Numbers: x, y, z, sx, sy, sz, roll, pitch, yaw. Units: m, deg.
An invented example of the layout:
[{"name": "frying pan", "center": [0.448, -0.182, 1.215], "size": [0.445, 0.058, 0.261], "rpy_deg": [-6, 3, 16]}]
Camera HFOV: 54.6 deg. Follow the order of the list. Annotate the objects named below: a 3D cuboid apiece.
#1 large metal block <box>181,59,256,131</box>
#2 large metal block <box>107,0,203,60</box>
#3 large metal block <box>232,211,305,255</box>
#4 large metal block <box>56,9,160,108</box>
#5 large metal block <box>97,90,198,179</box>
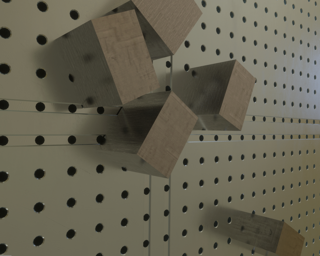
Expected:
[{"name": "large metal block", "center": [0.077, -0.043, 0.437], "size": [0.050, 0.080, 0.080], "rpy_deg": [32, 70, -36]}, {"name": "large metal block", "center": [-0.004, -0.144, 0.388], "size": [0.080, 0.050, 0.080], "rpy_deg": [46, 62, -30]}, {"name": "large metal block", "center": [0.184, 0.187, 0.527], "size": [0.080, 0.080, 0.050], "rpy_deg": [38, 67, -33]}, {"name": "large metal block", "center": [-0.056, -0.069, 0.326], "size": [0.050, 0.080, 0.080], "rpy_deg": [-30, 109, -36]}, {"name": "large metal block", "center": [-0.015, 0.007, 0.360], "size": [0.050, 0.080, 0.080], "rpy_deg": [42, 65, -32]}]
